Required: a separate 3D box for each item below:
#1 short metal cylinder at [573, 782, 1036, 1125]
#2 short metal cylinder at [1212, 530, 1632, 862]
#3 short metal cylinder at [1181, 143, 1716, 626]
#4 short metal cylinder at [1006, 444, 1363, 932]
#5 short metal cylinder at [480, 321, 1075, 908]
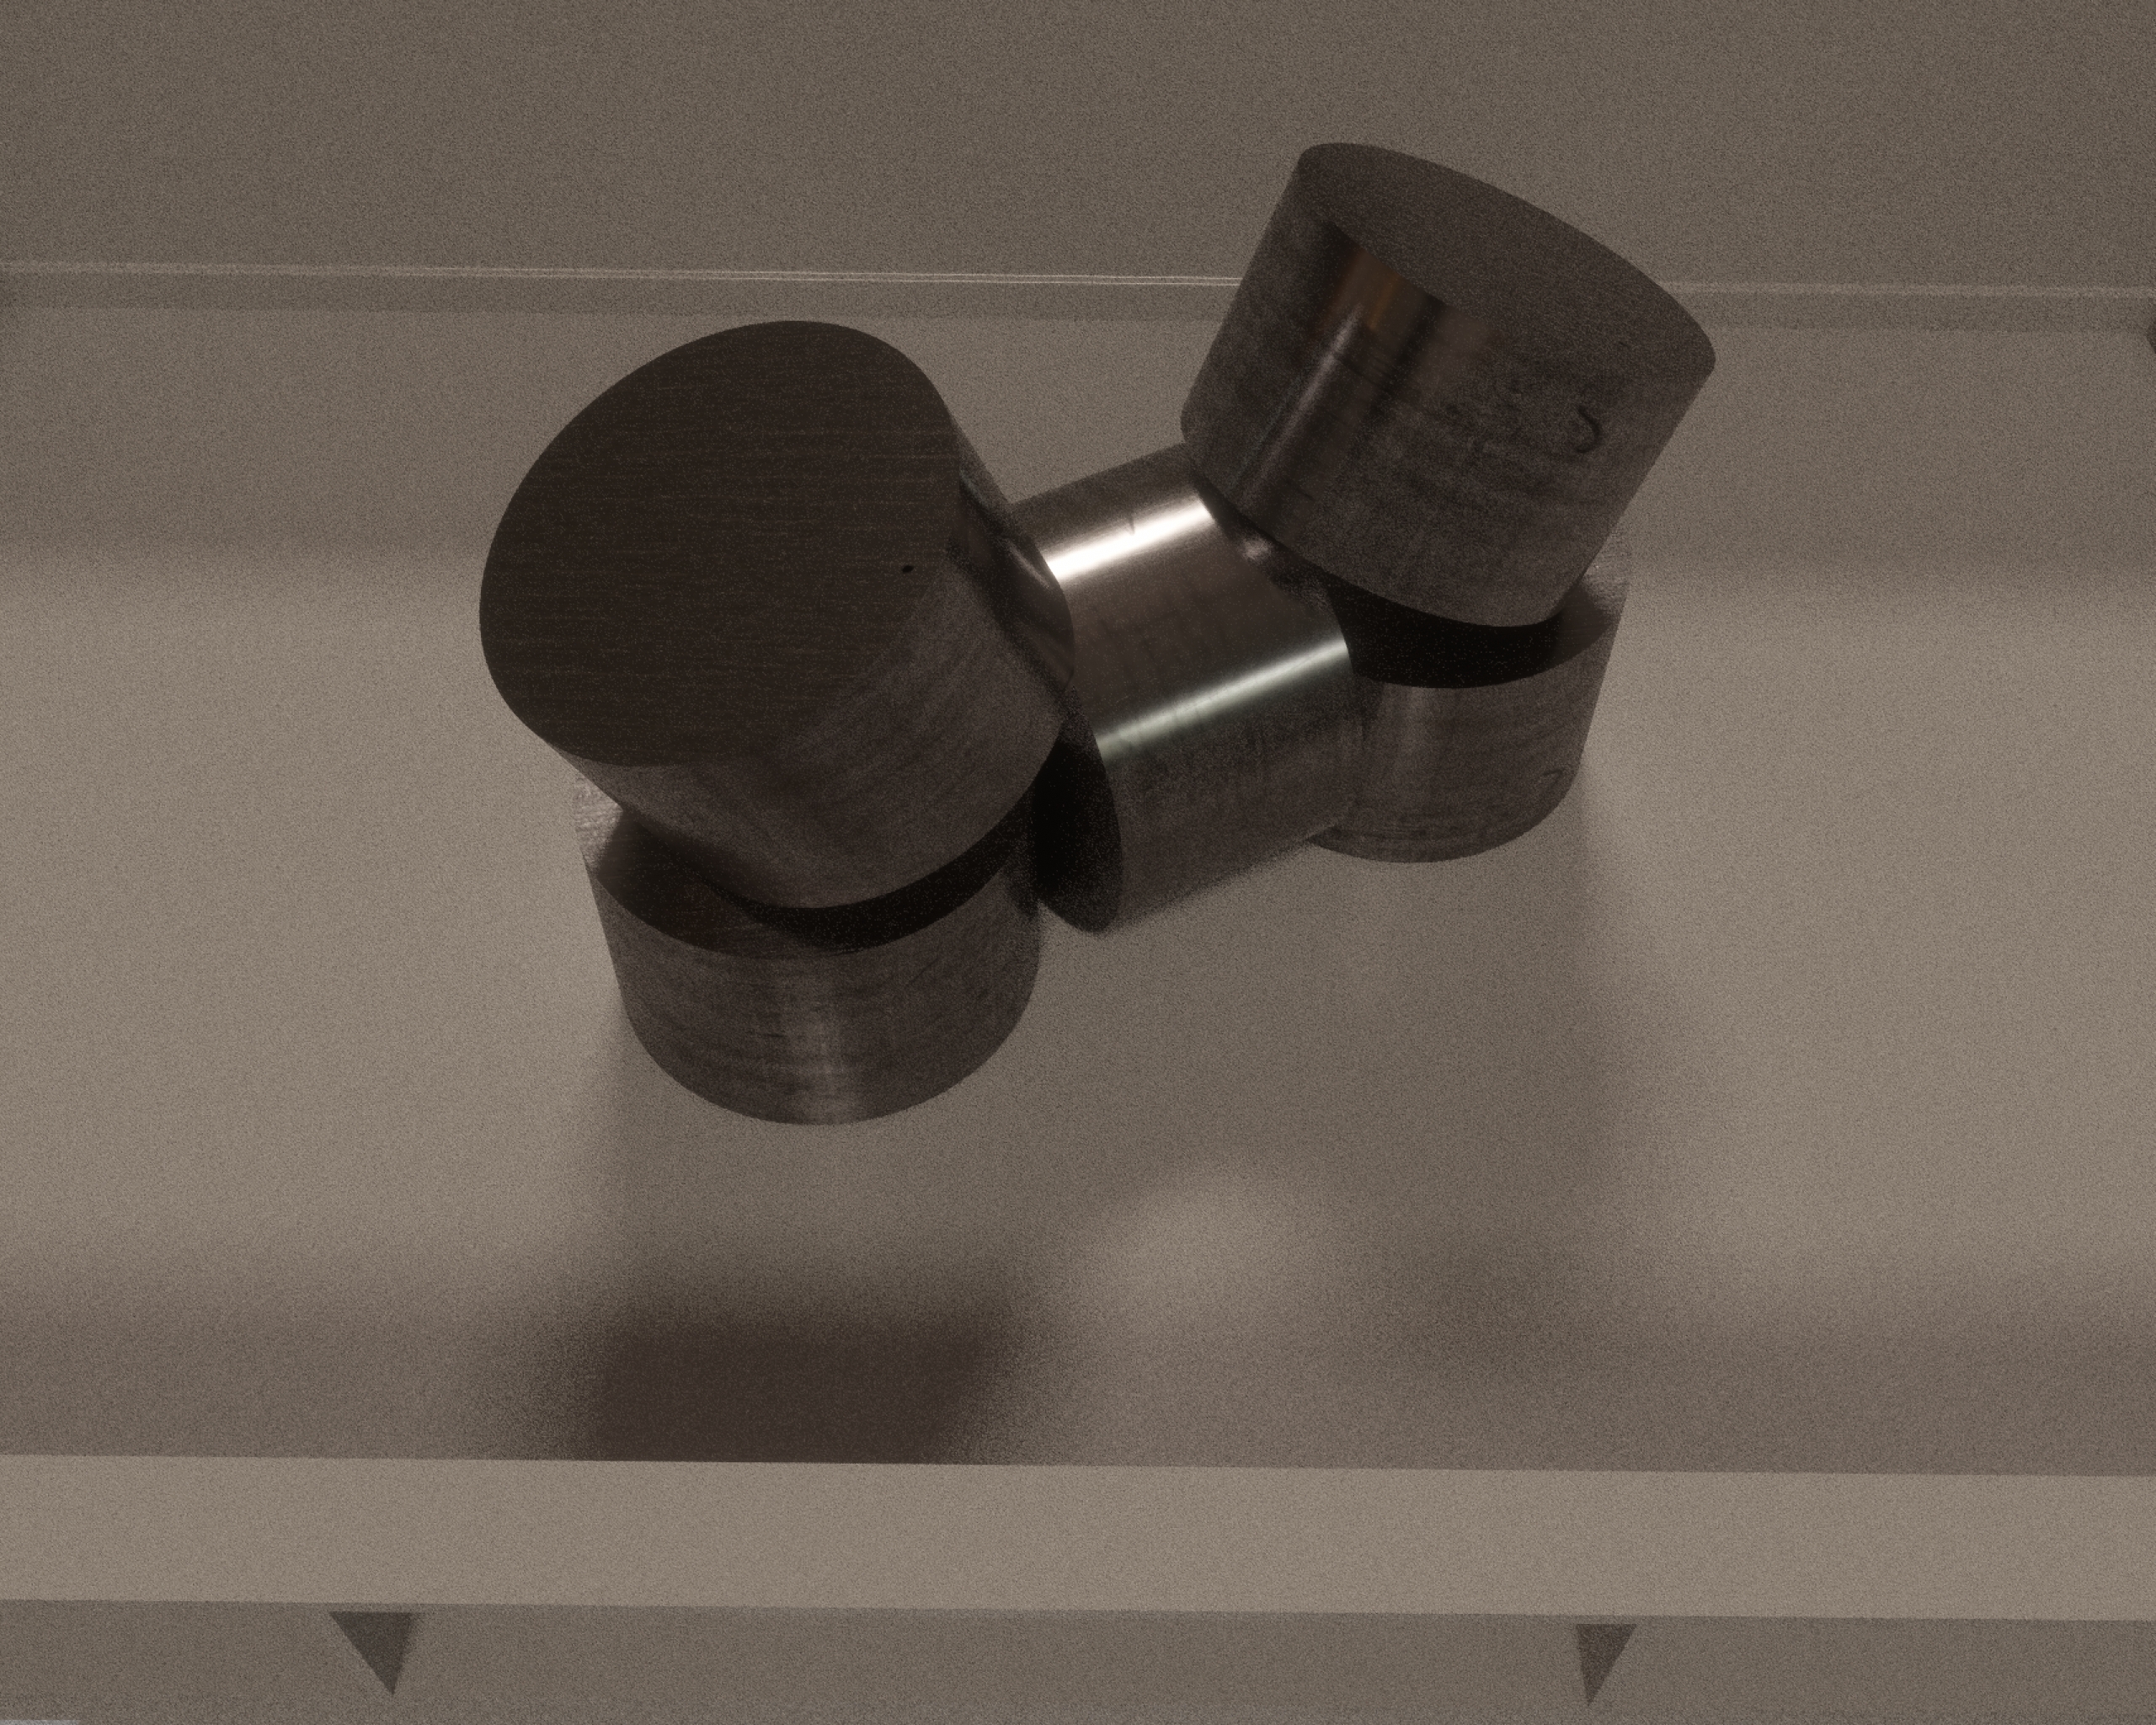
[{"bbox_3d":[-0.048,0.001,0.385,0.081,0.050,0.080,0,50,0],"label":"short metal cylinder"},{"bbox_3d":[0.067,-0.047,0.427,0.081,0.050,0.080,0,50,0],"label":"short metal cylinder"},{"bbox_3d":[0.065,-0.087,0.376,0.081,0.050,0.080,18,35,-13],"label":"short metal cylinder"},{"bbox_3d":[0.010,-0.033,0.395,0.050,0.080,0.080,-24,54,-19],"label":"short metal cylinder"},{"bbox_3d":[-0.047,-0.039,0.335,0.080,0.050,0.080,-9,62,17],"label":"short metal cylinder"}]
